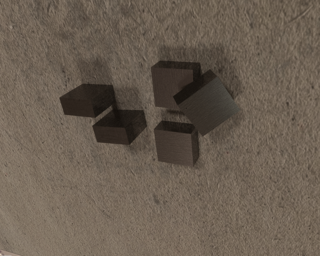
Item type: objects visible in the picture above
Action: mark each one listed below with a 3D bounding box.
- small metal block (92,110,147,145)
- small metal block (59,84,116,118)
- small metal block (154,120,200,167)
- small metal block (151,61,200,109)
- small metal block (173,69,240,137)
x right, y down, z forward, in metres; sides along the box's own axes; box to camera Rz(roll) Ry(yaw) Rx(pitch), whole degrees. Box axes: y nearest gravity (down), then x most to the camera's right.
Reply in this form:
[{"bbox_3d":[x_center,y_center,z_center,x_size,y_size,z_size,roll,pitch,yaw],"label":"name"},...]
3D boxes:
[{"bbox_3d":[-0.053,-0.002,0.415,0.050,0.050,0.025,3,120,26],"label":"small metal block"},{"bbox_3d":[-0.096,-0.038,0.416,0.050,0.050,0.025,6,121,25],"label":"small metal block"},{"bbox_3d":[0.023,0.020,0.406,0.050,0.025,0.050,7,122,24],"label":"small metal block"},{"bbox_3d":[0.020,-0.050,0.364,0.050,0.025,0.050,8,122,23],"label":"small metal block"},{"bbox_3d":[0.051,-0.027,0.340,0.050,0.025,0.050,-36,119,9],"label":"small metal block"}]
